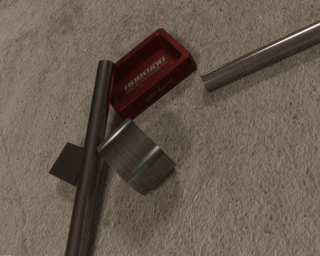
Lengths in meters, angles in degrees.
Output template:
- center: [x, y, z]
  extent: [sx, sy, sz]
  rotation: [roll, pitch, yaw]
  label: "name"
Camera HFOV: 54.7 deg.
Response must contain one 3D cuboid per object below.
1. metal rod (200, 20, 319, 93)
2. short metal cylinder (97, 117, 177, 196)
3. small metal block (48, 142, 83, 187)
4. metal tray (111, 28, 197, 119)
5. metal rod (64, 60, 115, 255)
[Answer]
- center: [0.192, -0.117, 0.374]
  extent: [0.301, 0.025, 0.025]
  rotation: [-24, 53, 13]
  label: "metal rod"
- center: [-0.027, 0.033, 0.361]
  extent: [0.050, 0.080, 0.080]
  rotation: [-45, 51, -3]
  label: "short metal cylinder"
- center: [-0.118, 0.053, 0.432]
  extent: [0.050, 0.025, 0.050]
  rotation: [16, 70, 34]
  label: "small metal block"
- center: [-0.023, -0.081, 0.460]
  extent: [0.130, 0.030, 0.090]
  rotation: [-38, 51, 2]
  label: "metal tray"
- center: [-0.089, 0.046, 0.396]
  extent: [0.025, 0.025, 0.299]
  rotation: [-6, 66, 25]
  label: "metal rod"
